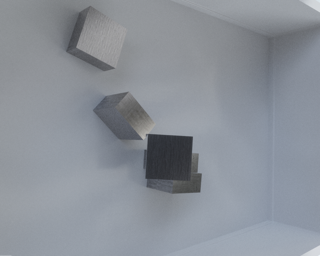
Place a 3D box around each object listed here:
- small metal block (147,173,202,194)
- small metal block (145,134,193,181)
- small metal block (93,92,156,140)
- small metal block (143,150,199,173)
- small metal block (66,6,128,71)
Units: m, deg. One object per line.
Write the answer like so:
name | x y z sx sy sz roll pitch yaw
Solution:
small metal block | 0.019 0.069 0.408 0.050 0.050 0.025 8 86 -40
small metal block | 0.010 0.033 0.357 0.050 0.025 0.050 4 88 -4
small metal block | -0.041 -0.012 0.356 0.050 0.050 0.025 51 60 -26
small metal block | 0.014 0.043 0.404 0.050 0.050 0.025 6 87 -40
small metal block | -0.070 -0.099 0.349 0.050 0.025 0.050 24 75 -38
